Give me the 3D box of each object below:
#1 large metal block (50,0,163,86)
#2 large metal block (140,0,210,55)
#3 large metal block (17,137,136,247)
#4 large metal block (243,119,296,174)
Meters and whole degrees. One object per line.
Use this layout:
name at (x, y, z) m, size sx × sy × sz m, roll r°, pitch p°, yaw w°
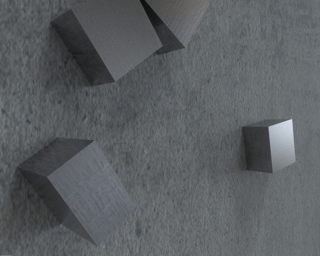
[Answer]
large metal block at (-0.056, -0.103, 0.343) m, size 0.080 × 0.050 × 0.080 m, roll -45°, pitch 117°, yaw -31°
large metal block at (0.007, -0.155, 0.396) m, size 0.080 × 0.050 × 0.080 m, roll 41°, pitch 65°, yaw -33°
large metal block at (-0.082, 0.057, 0.302) m, size 0.050 × 0.080 × 0.080 m, roll -42°, pitch 116°, yaw -32°
large metal block at (0.198, 0.030, 0.558) m, size 0.081 × 0.050 × 0.079 m, roll -13°, pitch 99°, yaw -40°
